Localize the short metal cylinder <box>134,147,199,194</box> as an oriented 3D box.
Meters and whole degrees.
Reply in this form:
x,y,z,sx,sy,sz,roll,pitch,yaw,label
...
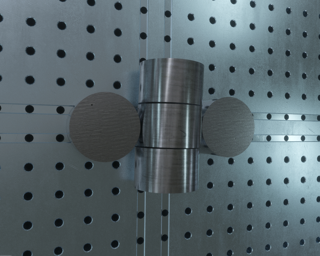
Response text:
x,y,z,sx,sy,sz,roll,pitch,yaw,label
0.008,0.049,0.387,0.081,0.080,0.050,1,90,-20,short metal cylinder

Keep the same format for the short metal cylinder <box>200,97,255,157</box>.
x,y,z,sx,sy,sz,roll,pitch,yaw,label
0.082,-0.001,0.430,0.081,0.050,0.079,0,90,-21,short metal cylinder

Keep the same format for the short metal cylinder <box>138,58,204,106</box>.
x,y,z,sx,sy,sz,roll,pitch,yaw,label
0.014,-0.054,0.389,0.081,0.080,0.050,3,89,-20,short metal cylinder

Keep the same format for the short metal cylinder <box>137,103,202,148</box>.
x,y,z,sx,sy,sz,roll,pitch,yaw,label
0.012,-0.002,0.388,0.081,0.080,0.050,2,90,-20,short metal cylinder

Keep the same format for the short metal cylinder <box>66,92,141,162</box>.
x,y,z,sx,sy,sz,roll,pitch,yaw,label
-0.069,-0.001,0.374,0.081,0.050,0.079,0,90,-21,short metal cylinder
